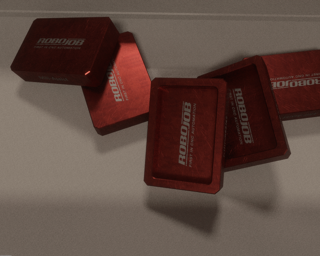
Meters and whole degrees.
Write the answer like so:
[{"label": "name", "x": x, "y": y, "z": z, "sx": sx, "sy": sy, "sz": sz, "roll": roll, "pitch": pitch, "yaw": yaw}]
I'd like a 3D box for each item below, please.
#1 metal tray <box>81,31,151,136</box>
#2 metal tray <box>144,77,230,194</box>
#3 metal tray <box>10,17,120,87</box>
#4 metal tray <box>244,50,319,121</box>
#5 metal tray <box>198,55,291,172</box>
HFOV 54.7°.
[{"label": "metal tray", "x": -0.062, "y": -0.064, "z": 0.430, "sx": 0.091, "sy": 0.030, "sz": 0.130, "roll": -19, "pitch": 71, "yaw": -7}, {"label": "metal tray", "x": 0.032, "y": 0.007, "z": 0.370, "sx": 0.090, "sy": 0.030, "sz": 0.129, "roll": 4, "pitch": 89, "yaw": 18}, {"label": "metal tray", "x": -0.129, "y": -0.106, "z": 0.422, "sx": 0.130, "sy": 0.030, "sz": 0.090, "roll": 7, "pitch": 68, "yaw": 22}, {"label": "metal tray", "x": 0.182, "y": -0.058, "z": 0.431, "sx": 0.131, "sy": 0.030, "sz": 0.090, "roll": -7, "pitch": 70, "yaw": -3}, {"label": "metal tray", "x": 0.101, "y": -0.017, "z": 0.392, "sx": 0.090, "sy": 0.030, "sz": 0.129, "roll": -17, "pitch": 68, "yaw": 25}]
